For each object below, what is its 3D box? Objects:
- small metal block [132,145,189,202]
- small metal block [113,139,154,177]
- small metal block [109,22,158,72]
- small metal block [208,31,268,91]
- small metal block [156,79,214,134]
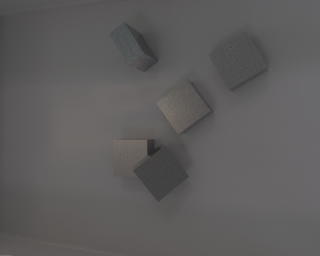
[{"bbox_3d":[0.000,0.056,0.393,0.050,0.025,0.050,-38,97,-9],"label":"small metal block"},{"bbox_3d":[-0.036,0.040,0.423,0.050,0.025,0.050,-1,90,20],"label":"small metal block"},{"bbox_3d":[-0.033,-0.105,0.409,0.025,0.050,0.050,-35,79,17],"label":"small metal block"},{"bbox_3d":[0.095,-0.080,0.377,0.050,0.025,0.050,-31,80,17],"label":"small metal block"},{"bbox_3d":[0.032,-0.027,0.399,0.050,0.025,0.050,-37,78,16],"label":"small metal block"}]
